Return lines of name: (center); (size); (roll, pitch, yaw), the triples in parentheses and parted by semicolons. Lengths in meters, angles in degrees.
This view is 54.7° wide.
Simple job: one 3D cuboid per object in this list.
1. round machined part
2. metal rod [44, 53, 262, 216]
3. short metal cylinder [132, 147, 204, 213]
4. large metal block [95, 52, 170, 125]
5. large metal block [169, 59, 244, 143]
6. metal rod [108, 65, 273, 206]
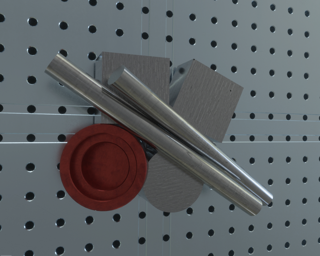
round machined part: (-0.062, 0.045, 0.365); (0.099, 0.042, 0.097); (0, 87, 3)
metal rod: (0.007, 0.019, 0.357); (0.301, 0.025, 0.025); (36, 78, -18)
short metal cylinder: (0.009, 0.062, 0.398); (0.081, 0.050, 0.079); (0, 90, -20)
large metal block: (-0.035, -0.044, 0.379); (0.081, 0.050, 0.079); (1, 90, -20)
large metal block: (0.052, -0.034, 0.414); (0.080, 0.050, 0.080); (26, 82, -18)
metal rod: (0.057, 0.026, 0.390); (0.301, 0.025, 0.025); (38, 78, -31)
